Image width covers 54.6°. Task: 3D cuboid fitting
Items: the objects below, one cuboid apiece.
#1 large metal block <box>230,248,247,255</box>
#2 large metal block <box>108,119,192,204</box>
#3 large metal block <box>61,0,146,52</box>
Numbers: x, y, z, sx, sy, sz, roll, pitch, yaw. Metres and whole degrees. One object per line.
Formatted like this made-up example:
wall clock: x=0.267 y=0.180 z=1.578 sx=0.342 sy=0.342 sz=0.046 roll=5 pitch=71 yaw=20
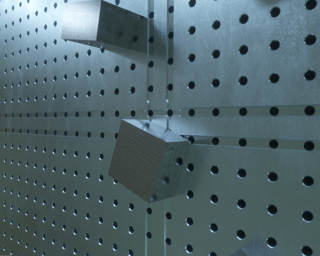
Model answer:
large metal block: x=0.079 y=0.192 z=0.328 sx=0.080 sy=0.050 sz=0.080 roll=47 pitch=118 yaw=29
large metal block: x=-0.015 y=0.040 z=0.407 sx=0.080 sy=0.050 sz=0.080 roll=26 pitch=106 yaw=37
large metal block: x=-0.080 y=-0.143 z=0.441 sx=0.080 sy=0.081 sz=0.050 roll=15 pitch=100 yaw=39
